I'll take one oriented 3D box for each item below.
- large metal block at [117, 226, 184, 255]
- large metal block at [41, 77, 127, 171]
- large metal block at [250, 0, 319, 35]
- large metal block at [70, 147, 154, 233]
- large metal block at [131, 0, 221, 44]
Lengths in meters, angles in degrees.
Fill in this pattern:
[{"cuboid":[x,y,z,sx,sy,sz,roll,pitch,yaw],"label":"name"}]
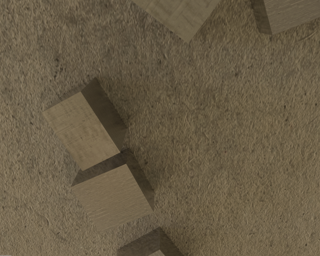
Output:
[{"cuboid":[-0.011,0.213,0.475,0.080,0.050,0.080,-32,107,11],"label":"large metal block"},{"cuboid":[-0.086,-0.008,0.377,0.050,0.080,0.080,-27,108,9],"label":"large metal block"},{"cuboid":[0.144,-0.157,0.340,0.080,0.050,0.080,-20,109,7],"label":"large metal block"},{"cuboid":[-0.062,0.085,0.427,0.080,0.050,0.080,-24,109,8],"label":"large metal block"},{"cuboid":[0.010,-0.138,0.329,0.080,0.080,0.050,34,107,-12],"label":"large metal block"}]
